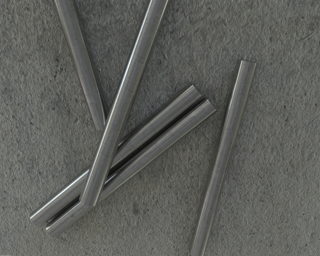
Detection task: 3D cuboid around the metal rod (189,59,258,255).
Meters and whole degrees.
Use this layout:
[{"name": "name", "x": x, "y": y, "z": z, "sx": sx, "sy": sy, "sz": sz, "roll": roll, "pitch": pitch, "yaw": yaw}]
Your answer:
[{"name": "metal rod", "x": 0.082, "y": 0.055, "z": 0.430, "sx": 0.025, "sy": 0.025, "sz": 0.298, "roll": 9, "pitch": 110, "yaw": -4}]

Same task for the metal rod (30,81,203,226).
[{"name": "metal rod", "x": -0.067, "y": 0.042, "z": 0.424, "sx": 0.300, "sy": 0.025, "sz": 0.025, "roll": -39, "pitch": 106, "yaw": 13}]

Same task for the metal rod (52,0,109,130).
[{"name": "metal rod", "x": -0.108, "y": -0.138, "z": 0.357, "sx": 0.025, "sy": 0.025, "sz": 0.298, "roll": -12, "pitch": 110, "yaw": 4}]

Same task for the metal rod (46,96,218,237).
[{"name": "metal rod", "x": -0.047, "y": 0.060, "z": 0.431, "sx": 0.300, "sy": 0.025, "sz": 0.025, "roll": -39, "pitch": 106, "yaw": 13}]

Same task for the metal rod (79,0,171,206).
[{"name": "metal rod", "x": -0.042, "y": -0.039, "z": 0.378, "sx": 0.025, "sy": 0.025, "sz": 0.298, "roll": 20, "pitch": 103, "yaw": -7}]
